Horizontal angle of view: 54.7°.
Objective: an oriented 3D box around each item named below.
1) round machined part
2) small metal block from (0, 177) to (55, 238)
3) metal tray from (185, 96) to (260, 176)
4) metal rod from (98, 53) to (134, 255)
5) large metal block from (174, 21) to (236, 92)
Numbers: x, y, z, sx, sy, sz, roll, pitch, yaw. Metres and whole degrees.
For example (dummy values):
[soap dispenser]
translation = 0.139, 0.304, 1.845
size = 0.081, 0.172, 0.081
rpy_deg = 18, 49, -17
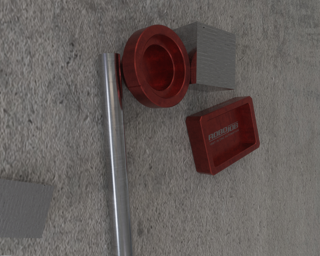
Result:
[round machined part]
translation = -0.009, -0.073, 0.380
size = 0.099, 0.042, 0.097
rpy_deg = 1, 89, -47
[small metal block]
translation = -0.135, 0.075, 0.292
size = 0.050, 0.025, 0.050
rpy_deg = 19, 78, -39
[metal tray]
translation = 0.103, 0.008, 0.487
size = 0.131, 0.030, 0.089
rpy_deg = -22, 104, -38
[metal rod]
translation = -0.049, 0.065, 0.363
size = 0.025, 0.025, 0.298
rpy_deg = -6, 94, -40
[large metal block]
translation = 0.062, -0.096, 0.440
size = 0.081, 0.050, 0.080
rpy_deg = 1, 89, -40
